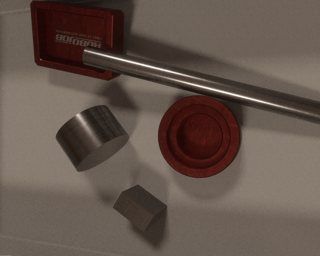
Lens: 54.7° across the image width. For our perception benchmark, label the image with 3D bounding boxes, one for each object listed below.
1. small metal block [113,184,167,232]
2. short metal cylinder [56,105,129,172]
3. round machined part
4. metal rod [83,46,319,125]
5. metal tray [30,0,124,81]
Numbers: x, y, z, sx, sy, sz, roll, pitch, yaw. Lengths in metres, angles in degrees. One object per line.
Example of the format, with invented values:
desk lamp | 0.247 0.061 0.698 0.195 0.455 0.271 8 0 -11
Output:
small metal block | -0.025 0.103 0.405 0.050 0.050 0.025 33 101 16
short metal cylinder | -0.088 0.014 0.411 0.080 0.080 0.050 -40 78 15
round machined part | 0.051 0.010 0.383 0.098 0.042 0.097 0 90 19
metal rod | 0.050 -0.053 0.370 0.301 0.025 0.025 16 95 10
metal tray | -0.116 -0.123 0.431 0.130 0.030 0.089 14 116 19
